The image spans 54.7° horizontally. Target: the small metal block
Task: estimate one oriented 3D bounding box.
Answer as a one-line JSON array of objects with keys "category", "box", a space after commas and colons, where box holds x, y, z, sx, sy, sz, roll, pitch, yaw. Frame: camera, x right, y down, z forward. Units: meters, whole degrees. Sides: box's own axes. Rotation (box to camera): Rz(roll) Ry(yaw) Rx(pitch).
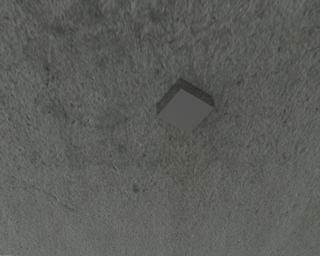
[{"category": "small metal block", "box": [0.031, -0.027, 0.385, 0.050, 0.025, 0.050, 27, 125, -22]}]
